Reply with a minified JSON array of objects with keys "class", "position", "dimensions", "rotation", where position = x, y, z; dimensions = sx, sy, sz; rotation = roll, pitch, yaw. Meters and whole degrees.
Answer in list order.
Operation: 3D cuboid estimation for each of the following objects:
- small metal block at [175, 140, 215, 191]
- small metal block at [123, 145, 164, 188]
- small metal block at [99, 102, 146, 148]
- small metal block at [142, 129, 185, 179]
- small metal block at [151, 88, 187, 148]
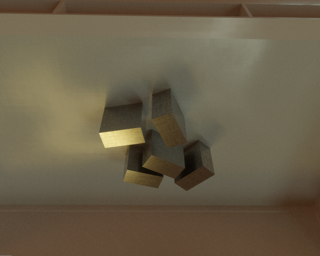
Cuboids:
[{"class":"small metal block","position":[0.047,0.053,0.439],"dimensions":[0.050,0.050,0.025],"rotation":[-37,121,26]},{"class":"small metal block","position":[-0.023,0.053,0.438],"dimensions":[0.050,0.050,0.025],"rotation":[13,129,-12]},{"class":"small metal block","position":[-0.045,-0.004,0.389],"dimensions":[0.050,0.050,0.025],"rotation":[-8,130,6]},{"class":"small metal block","position":[0.005,0.035,0.423],"dimensions":[0.050,0.050,0.025],"rotation":[24,126,-19]},{"class":"small metal block","position":[0.012,-0.012,0.383],"dimensions":[0.025,0.050,0.050],"rotation":[-18,128,14]}]
